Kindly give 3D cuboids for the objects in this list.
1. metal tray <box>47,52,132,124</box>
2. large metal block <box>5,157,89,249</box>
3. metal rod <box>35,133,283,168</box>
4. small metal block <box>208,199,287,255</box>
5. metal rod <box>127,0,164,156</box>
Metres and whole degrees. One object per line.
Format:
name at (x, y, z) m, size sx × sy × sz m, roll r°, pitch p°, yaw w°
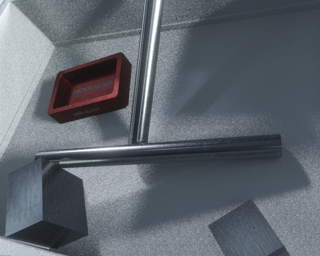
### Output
metal tray at (-0.112, -0.063, 0.497) m, size 0.130 × 0.030 × 0.090 m, roll -12°, pitch 57°, yaw 21°
large metal block at (-0.137, 0.095, 0.382) m, size 0.050 × 0.080 × 0.080 m, roll -26°, pitch 53°, yaw 12°
metal rod at (-0.015, 0.031, 0.371) m, size 0.301 × 0.025 × 0.025 m, roll -5°, pitch 59°, yaw 17°
small metal block at (0.083, 0.105, 0.297) m, size 0.050 × 0.025 × 0.050 m, roll -34°, pitch 52°, yaw 5°
metal rod at (-0.013, -0.114, 0.394) m, size 0.025 × 0.025 × 0.298 m, roll 9°, pitch 94°, yaw 31°
